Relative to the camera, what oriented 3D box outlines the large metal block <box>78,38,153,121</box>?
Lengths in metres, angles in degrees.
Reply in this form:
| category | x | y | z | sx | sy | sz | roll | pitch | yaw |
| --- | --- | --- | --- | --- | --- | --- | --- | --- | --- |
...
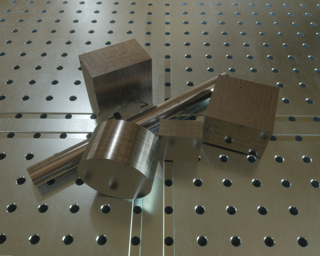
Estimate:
| category | x | y | z | sx | sy | sz | roll | pitch | yaw |
| --- | --- | --- | --- | --- | --- | --- | --- | --- | --- |
| large metal block | -0.058 | -0.066 | 0.428 | 0.081 | 0.080 | 0.050 | -23 | 54 | -18 |

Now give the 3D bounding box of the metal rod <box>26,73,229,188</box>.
| category | x | y | z | sx | sy | sz | roll | pitch | yaw |
| --- | --- | --- | --- | --- | --- | --- | --- | --- | --- |
| metal rod | -0.024 | -0.007 | 0.413 | 0.302 | 0.025 | 0.025 | -28 | 56 | -22 |

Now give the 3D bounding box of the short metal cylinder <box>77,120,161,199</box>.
| category | x | y | z | sx | sy | sz | roll | pitch | yaw |
| --- | --- | --- | --- | --- | --- | --- | --- | --- | --- |
| short metal cylinder | -0.043 | 0.036 | 0.340 | 0.080 | 0.080 | 0.050 | 9 | 51 | 7 |

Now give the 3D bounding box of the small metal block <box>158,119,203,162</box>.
| category | x | y | z | sx | sy | sz | roll | pitch | yaw |
| --- | --- | --- | --- | --- | --- | --- | --- | --- | --- |
| small metal block | 0.024 | 0.016 | 0.378 | 0.050 | 0.050 | 0.025 | 4 | 50 | 3 |

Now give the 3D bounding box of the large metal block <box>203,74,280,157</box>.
| category | x | y | z | sx | sy | sz | roll | pitch | yaw |
| --- | --- | --- | --- | --- | --- | --- | --- | --- | --- |
| large metal block | 0.104 | -0.018 | 0.404 | 0.080 | 0.050 | 0.080 | 15 | 52 | 12 |
